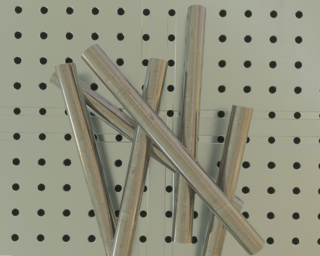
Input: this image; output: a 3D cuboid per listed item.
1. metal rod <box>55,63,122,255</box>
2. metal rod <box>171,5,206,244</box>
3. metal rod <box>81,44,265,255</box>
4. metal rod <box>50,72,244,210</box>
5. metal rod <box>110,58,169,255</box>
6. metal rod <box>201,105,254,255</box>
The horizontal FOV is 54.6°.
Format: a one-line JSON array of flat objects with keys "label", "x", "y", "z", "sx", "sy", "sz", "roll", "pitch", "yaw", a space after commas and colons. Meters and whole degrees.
[{"label": "metal rod", "x": -0.082, "y": 0.067, "z": 0.398, "sx": 0.025, "sy": 0.025, "sz": 0.299, "roll": -14, "pitch": 96, "yaw": 0}, {"label": "metal rod", "x": 0.038, "y": -0.011, "z": 0.395, "sx": 0.025, "sy": 0.025, "sz": 0.299, "roll": 4, "pitch": 83, "yaw": 0}, {"label": "metal rod", "x": 0.015, "y": 0.025, "z": 0.362, "sx": 0.025, "sy": 0.025, "sz": 0.300, "roll": -40, "pitch": 90, "yaw": 0}, {"label": "metal rod", "x": -0.017, "y": 0.019, "z": 0.413, "sx": 0.300, "sy": 0.025, "sz": 0.025, "roll": 36, "pitch": 90, "yaw": 0}, {"label": "metal rod", "x": -0.030, "y": 0.063, "z": 0.386, "sx": 0.025, "sy": 0.025, "sz": 0.299, "roll": 11, "pitch": 89, "yaw": 0}, {"label": "metal rod", "x": 0.074, "y": 0.120, "z": 0.392, "sx": 0.025, "sy": 0.025, "sz": 0.298, "roll": 10, "pitch": 99, "yaw": 0}]
